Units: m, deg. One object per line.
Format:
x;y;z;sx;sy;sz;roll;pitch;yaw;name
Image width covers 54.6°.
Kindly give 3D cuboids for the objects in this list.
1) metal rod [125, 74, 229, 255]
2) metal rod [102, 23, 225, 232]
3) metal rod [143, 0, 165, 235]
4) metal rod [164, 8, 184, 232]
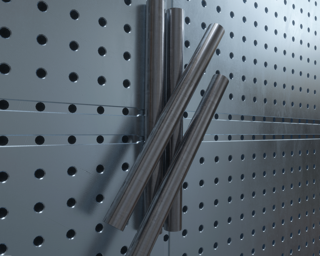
0.023;0.053;0.394;0.025;0.025;0.300;42;65;-32;metal rod
0.015;-0.017;0.389;0.025;0.025;0.300;42;65;-32;metal rod
-0.008;-0.014;0.402;0.025;0.025;0.298;1;89;-40;metal rod
0.019;-0.011;0.425;0.025;0.025;0.298;1;89;-40;metal rod
